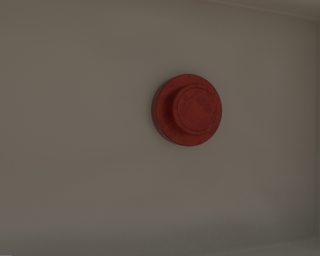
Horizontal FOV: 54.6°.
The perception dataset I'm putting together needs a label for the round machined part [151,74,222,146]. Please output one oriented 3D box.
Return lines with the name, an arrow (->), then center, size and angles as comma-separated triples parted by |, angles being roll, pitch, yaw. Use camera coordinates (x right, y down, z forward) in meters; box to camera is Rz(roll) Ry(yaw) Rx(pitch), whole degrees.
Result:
round machined part -> 0.041, -0.024, 0.416 | 0.099, 0.042, 0.097 | 0, 90, -20
